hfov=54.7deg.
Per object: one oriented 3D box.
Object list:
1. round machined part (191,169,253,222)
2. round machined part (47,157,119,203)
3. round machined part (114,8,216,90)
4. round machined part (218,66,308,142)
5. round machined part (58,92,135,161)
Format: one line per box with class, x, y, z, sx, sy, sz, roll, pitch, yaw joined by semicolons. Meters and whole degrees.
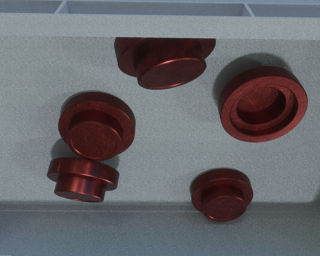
round machined part;0.100;0.113;0.495;0.099;0.042;0.097;0;130;0
round machined part;-0.110;0.078;0.438;0.099;0.042;0.098;6;156;3
round machined part;0.008;-0.070;0.305;0.099;0.042;0.098;-13;167;-3
round machined part;0.119;-0.032;0.372;0.099;0.042;0.097;0;130;0
round machined part;-0.082;0.005;0.402;0.099;0.042;0.097;0;130;0
